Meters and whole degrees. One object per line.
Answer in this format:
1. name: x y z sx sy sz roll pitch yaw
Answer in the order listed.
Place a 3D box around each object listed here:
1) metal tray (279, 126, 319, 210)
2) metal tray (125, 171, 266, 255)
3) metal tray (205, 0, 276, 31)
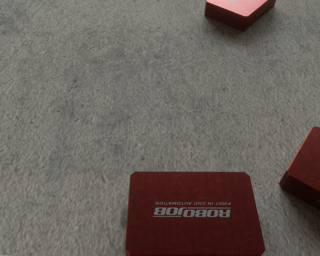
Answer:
1. metal tray: 0.217 0.062 0.351 0.130 0.030 0.090 30 56 22
2. metal tray: 0.033 0.092 0.324 0.131 0.030 0.090 0 50 0
3. metal tray: 0.160 -0.246 0.609 0.090 0.030 0.131 33 57 24
